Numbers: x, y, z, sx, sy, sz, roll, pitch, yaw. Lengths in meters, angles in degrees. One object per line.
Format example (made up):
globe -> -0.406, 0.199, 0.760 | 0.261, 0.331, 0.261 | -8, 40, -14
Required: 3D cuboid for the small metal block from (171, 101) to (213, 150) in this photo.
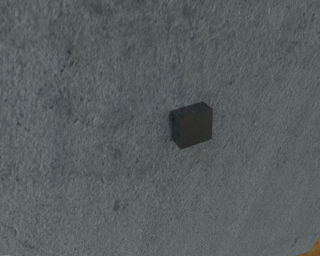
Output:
small metal block -> 0.045, -0.004, 0.431 | 0.050, 0.025, 0.050 | -17, 126, -19
